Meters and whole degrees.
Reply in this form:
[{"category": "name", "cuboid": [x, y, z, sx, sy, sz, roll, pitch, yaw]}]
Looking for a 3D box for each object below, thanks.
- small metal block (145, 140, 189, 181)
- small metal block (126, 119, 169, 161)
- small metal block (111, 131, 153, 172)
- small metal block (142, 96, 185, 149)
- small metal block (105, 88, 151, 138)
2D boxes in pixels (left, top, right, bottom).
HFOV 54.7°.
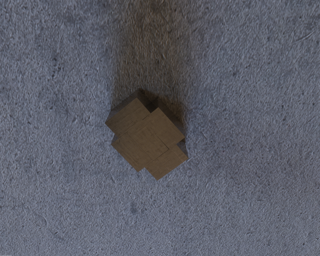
[{"category": "small metal block", "cuboid": [0.008, 0.035, 0.410, 0.050, 0.050, 0.025, -37, 106, 12]}, {"category": "small metal block", "cuboid": [-0.015, 0.007, 0.399, 0.025, 0.050, 0.050, -38, 106, 12]}, {"category": "small metal block", "cuboid": [-0.034, 0.022, 0.405, 0.025, 0.050, 0.050, -38, 106, 12]}, {"category": "small metal block", "cuboid": [0.005, -0.008, 0.394, 0.025, 0.050, 0.050, -39, 106, 13]}, {"category": "small metal block", "cuboid": [-0.038, -0.020, 0.389, 0.050, 0.050, 0.025, -37, 106, 12]}]
